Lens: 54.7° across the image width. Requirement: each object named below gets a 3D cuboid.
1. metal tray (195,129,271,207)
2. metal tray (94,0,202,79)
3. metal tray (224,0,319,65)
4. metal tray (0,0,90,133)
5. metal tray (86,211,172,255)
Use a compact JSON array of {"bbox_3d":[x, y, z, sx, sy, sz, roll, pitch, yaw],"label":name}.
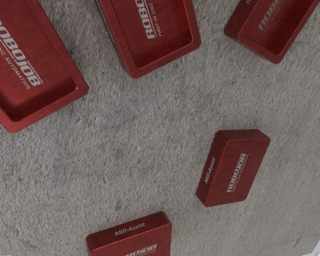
[{"bbox_3d":[0.118,0.066,0.509,0.091,0.030,0.129,-1,119,-28],"label":"metal tray"},{"bbox_3d":[-0.015,-0.127,0.316,0.090,0.030,0.129,-29,128,-10],"label":"metal tray"},{"bbox_3d":[0.150,-0.156,0.388,0.091,0.030,0.129,18,109,-35],"label":"metal tray"},{"bbox_3d":[-0.137,-0.068,0.286,0.090,0.030,0.130,-31,129,-9],"label":"metal tray"},{"bbox_3d":[-0.047,0.193,0.497,0.131,0.030,0.089,-12,124,-22],"label":"metal tray"}]
